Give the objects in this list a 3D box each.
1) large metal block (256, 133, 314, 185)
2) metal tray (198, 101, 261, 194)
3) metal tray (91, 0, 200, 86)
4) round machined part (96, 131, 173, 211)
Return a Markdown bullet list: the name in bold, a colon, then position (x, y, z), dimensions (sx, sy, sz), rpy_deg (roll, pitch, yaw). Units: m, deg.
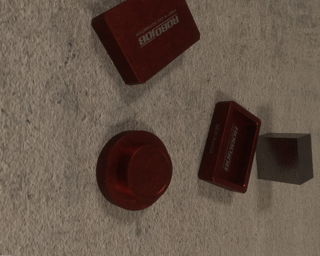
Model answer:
- **large metal block**: position (0.223, 0.052, 0.560), dimensions (0.050, 0.080, 0.079), rpy_deg (-11, 97, -40)
- **metal tray**: position (0.116, 0.032, 0.501), dimensions (0.090, 0.030, 0.130), rpy_deg (27, 73, -37)
- **metal tray**: position (-0.011, -0.125, 0.394), dimensions (0.131, 0.030, 0.090), rpy_deg (-44, 117, -31)
- **round machined part**: position (-0.023, 0.052, 0.376), dimensions (0.099, 0.042, 0.097), rpy_deg (0, 90, -40)
